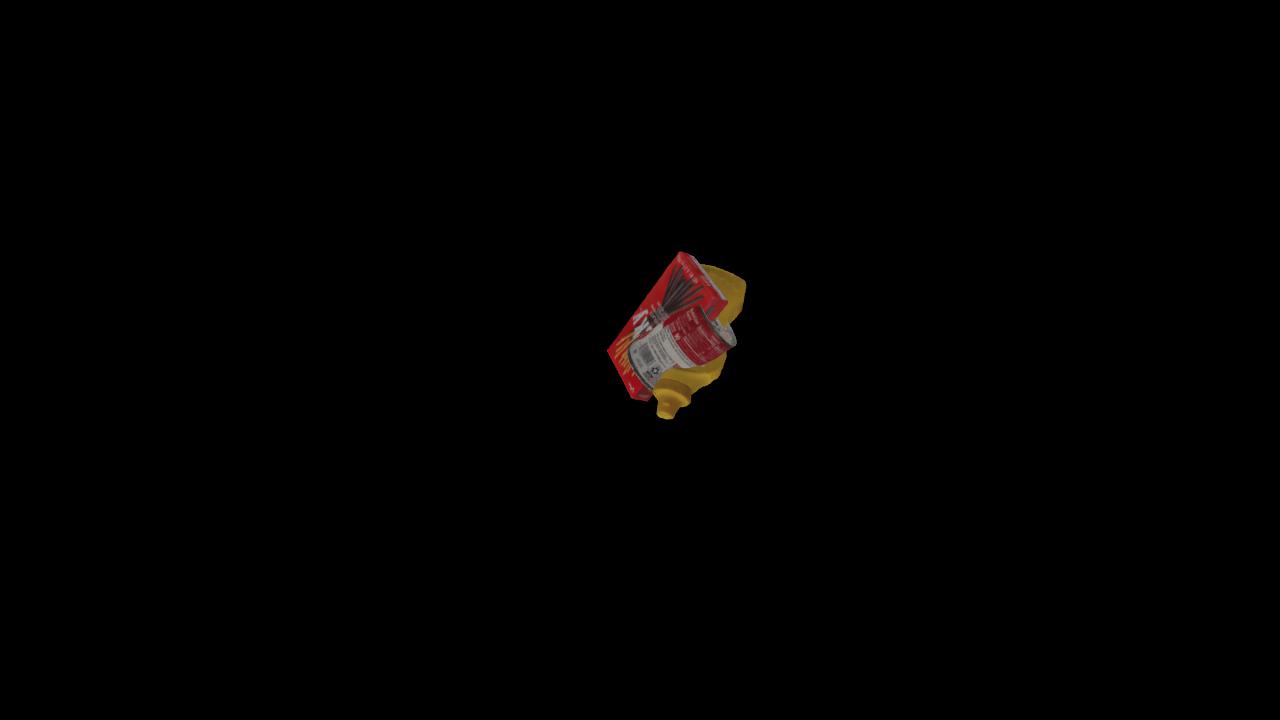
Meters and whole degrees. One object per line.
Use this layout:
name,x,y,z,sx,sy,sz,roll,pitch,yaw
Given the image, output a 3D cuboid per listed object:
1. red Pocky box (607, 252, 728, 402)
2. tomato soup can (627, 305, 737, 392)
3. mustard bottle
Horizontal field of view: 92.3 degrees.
red Pocky box,0.025,-0.035,0.681,0.028,0.155,0.083,12,36,-42
tomato soup can,0.045,-0.015,0.668,0.101,0.068,0.068,-36,-15,22
mustard bottle,0.054,-0.018,0.685,0.092,0.184,0.054,18,-23,4
